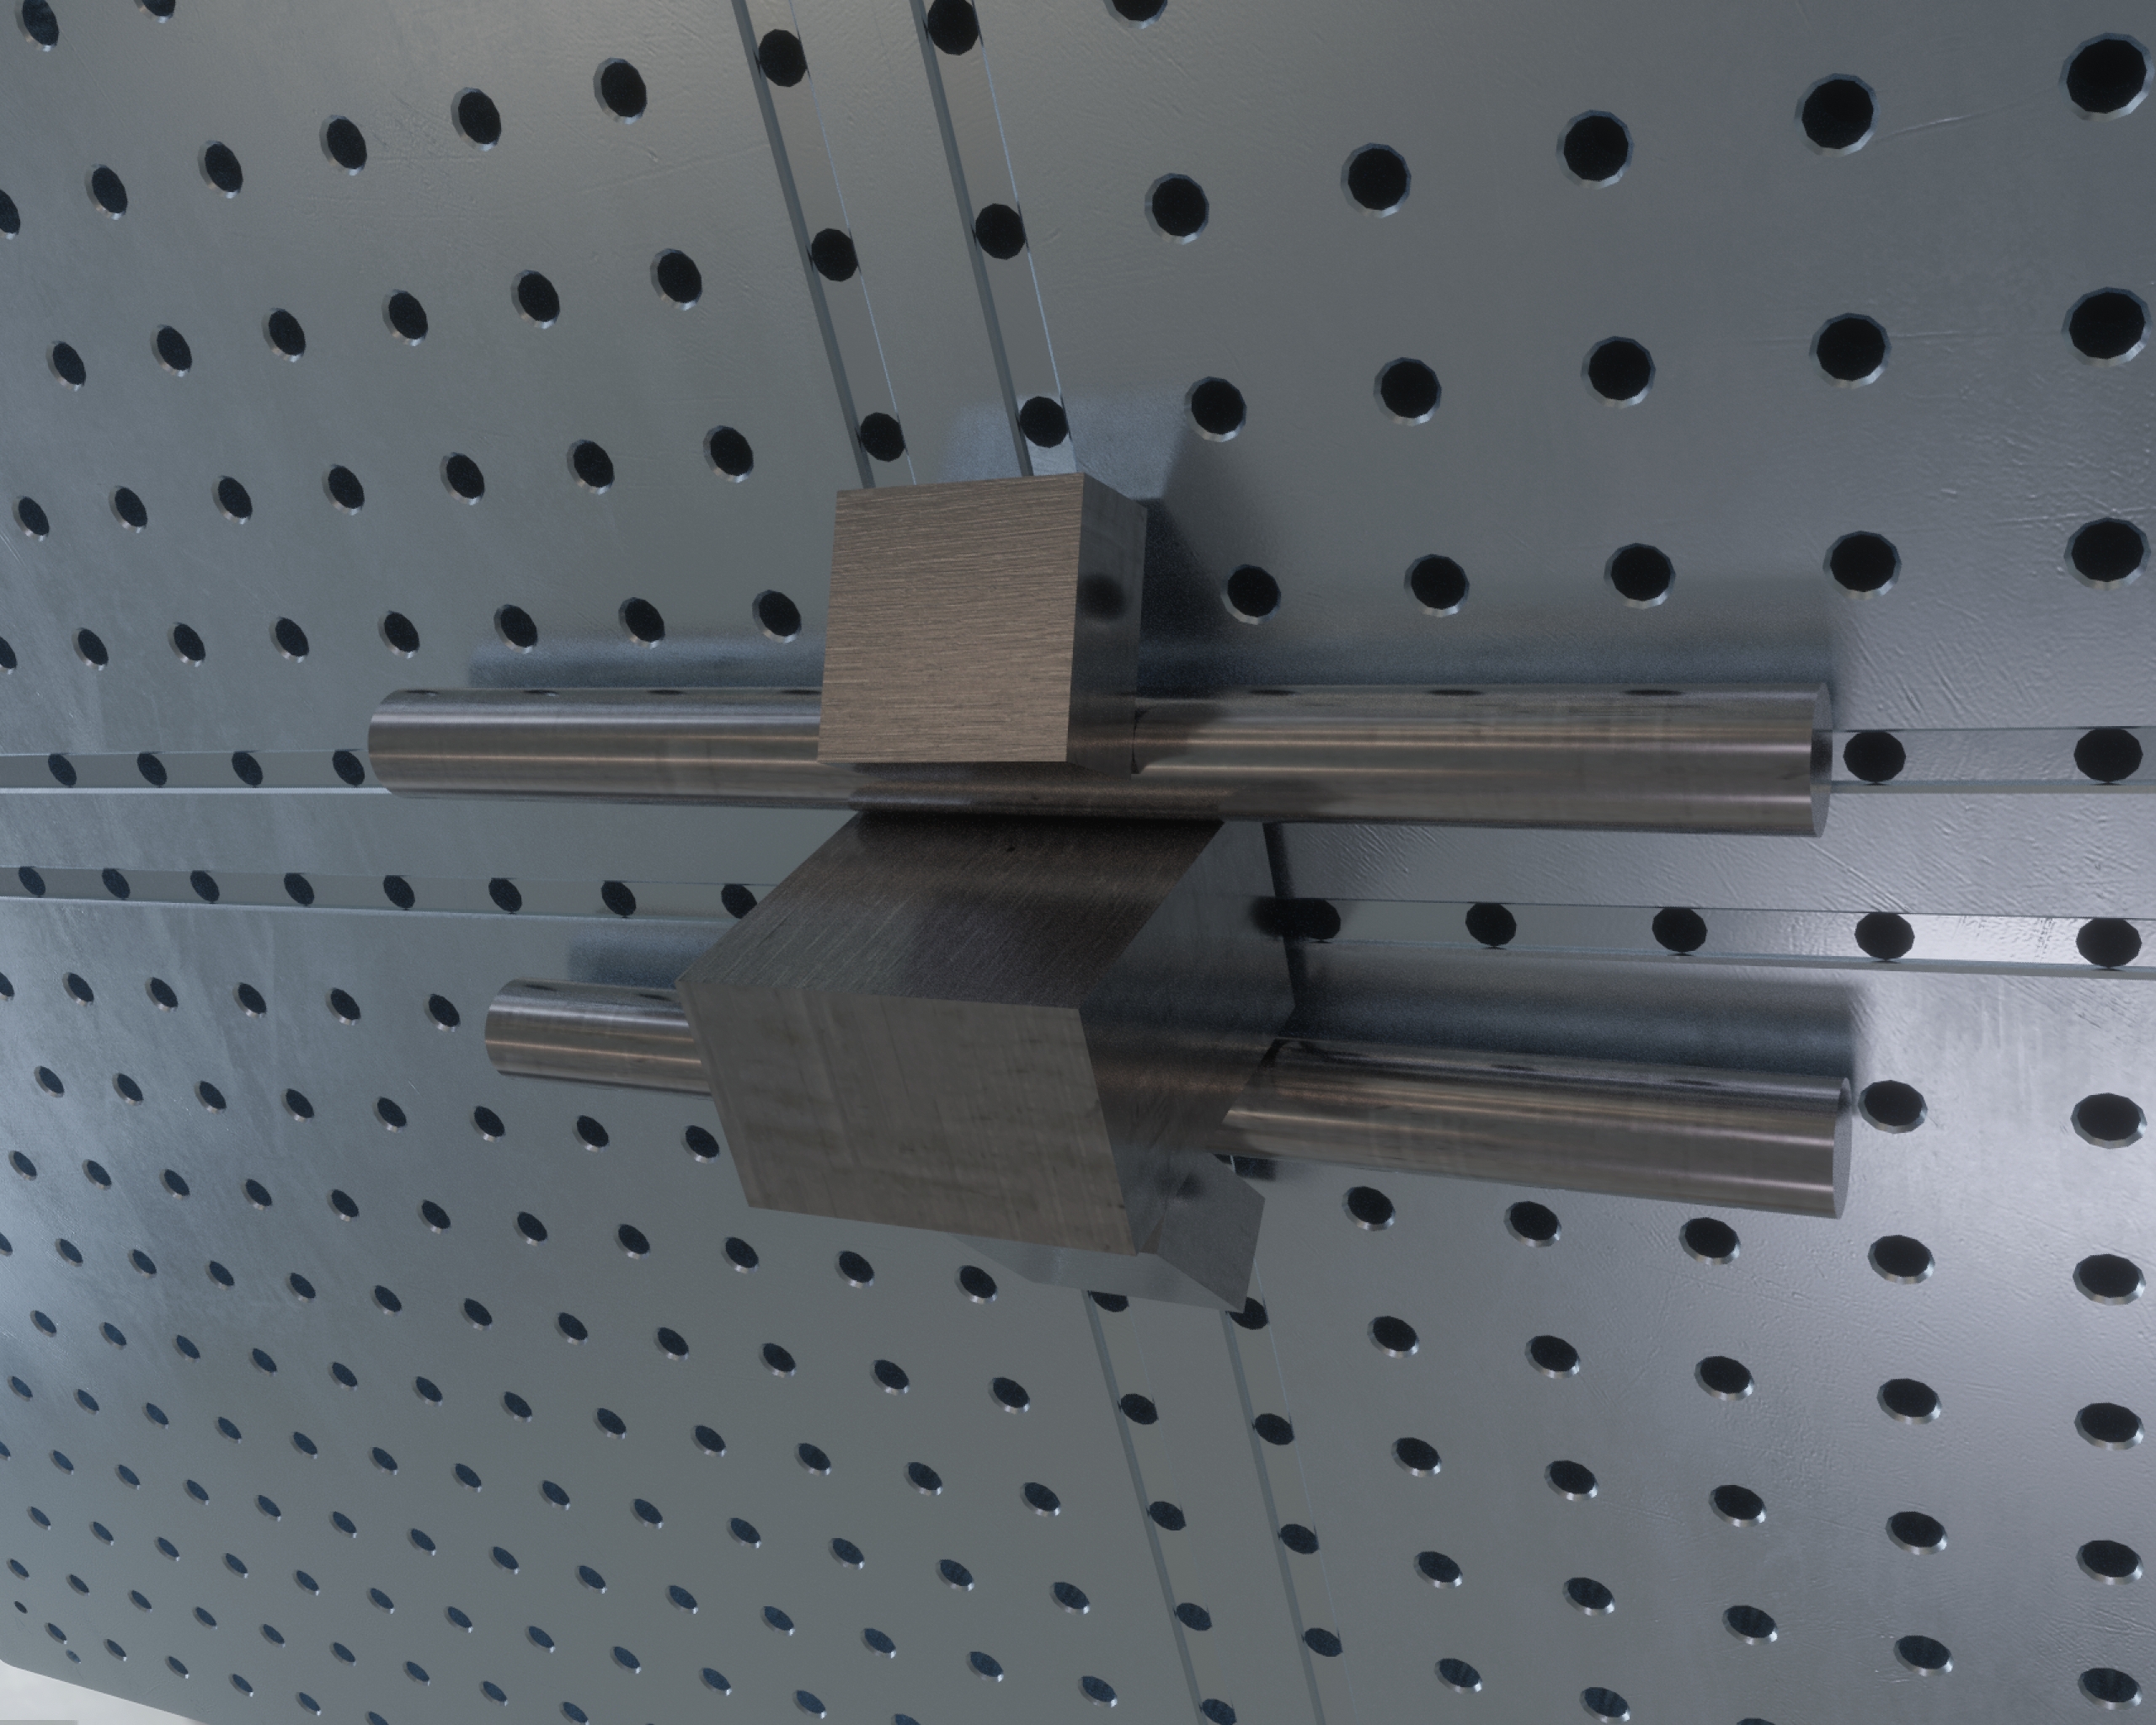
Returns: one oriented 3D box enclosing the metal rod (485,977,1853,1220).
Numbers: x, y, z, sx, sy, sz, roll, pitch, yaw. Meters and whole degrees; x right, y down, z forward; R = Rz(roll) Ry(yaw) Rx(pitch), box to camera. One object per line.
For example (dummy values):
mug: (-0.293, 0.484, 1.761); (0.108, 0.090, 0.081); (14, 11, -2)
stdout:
metal rod: (0.000, 0.045, 0.434); (0.301, 0.025, 0.025); (2, 120, 27)

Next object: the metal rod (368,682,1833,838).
metal rod: (-0.015, -0.022, 0.400); (0.301, 0.025, 0.025); (2, 120, 27)

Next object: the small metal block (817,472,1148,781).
small metal block: (-0.017, -0.041, 0.375); (0.050, 0.025, 0.050); (1, 84, 27)

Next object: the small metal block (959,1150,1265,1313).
small metal block: (0.005, 0.072, 0.433); (0.050, 0.025, 0.050); (3, 157, 26)

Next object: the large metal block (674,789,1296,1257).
large metal block: (-0.014, 0.025, 0.392); (0.080, 0.080, 0.050); (2, 119, 27)
